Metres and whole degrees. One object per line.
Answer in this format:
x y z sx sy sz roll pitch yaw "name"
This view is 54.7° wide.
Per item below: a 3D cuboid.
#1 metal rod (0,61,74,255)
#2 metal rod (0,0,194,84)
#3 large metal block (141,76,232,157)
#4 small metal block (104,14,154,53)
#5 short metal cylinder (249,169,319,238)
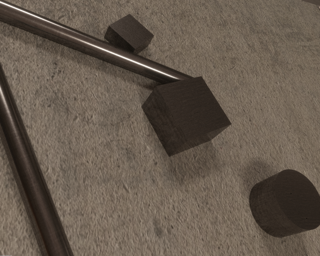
-0.127 0.051 0.304 0.025 0.025 0.299 -16 70 -35 "metal rod"
-0.083 -0.109 0.426 0.302 0.025 0.025 19 55 -18 "metal rod"
0.035 -0.017 0.419 0.081 0.050 0.080 -18 71 -35 "large metal block"
-0.046 -0.137 0.464 0.050 0.025 0.050 42 51 0 "small metal block"
0.170 0.102 0.419 0.081 0.050 0.080 14 56 -21 "short metal cylinder"
